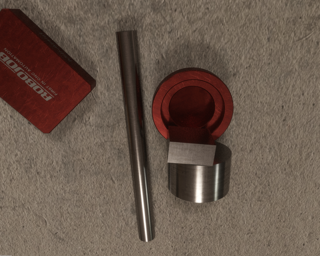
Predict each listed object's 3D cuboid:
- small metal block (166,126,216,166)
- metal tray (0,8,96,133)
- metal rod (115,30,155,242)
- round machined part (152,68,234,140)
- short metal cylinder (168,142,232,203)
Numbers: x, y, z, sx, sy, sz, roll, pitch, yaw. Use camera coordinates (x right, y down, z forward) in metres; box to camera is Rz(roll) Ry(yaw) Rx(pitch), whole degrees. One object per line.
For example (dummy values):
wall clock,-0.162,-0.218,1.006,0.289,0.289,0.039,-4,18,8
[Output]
small metal block,0.034,0.019,0.360,0.050,0.050,0.025,5,110,-2
metal tray,-0.157,-0.067,0.380,0.090,0.030,0.130,-42,105,13
metal rod,-0.030,0.025,0.418,0.025,0.025,0.298,-4,110,1
round machined part,0.039,-0.028,0.391,0.099,0.042,0.097,0,110,-1
short metal cylinder,0.050,0.053,0.401,0.081,0.080,0.050,-1,110,0
